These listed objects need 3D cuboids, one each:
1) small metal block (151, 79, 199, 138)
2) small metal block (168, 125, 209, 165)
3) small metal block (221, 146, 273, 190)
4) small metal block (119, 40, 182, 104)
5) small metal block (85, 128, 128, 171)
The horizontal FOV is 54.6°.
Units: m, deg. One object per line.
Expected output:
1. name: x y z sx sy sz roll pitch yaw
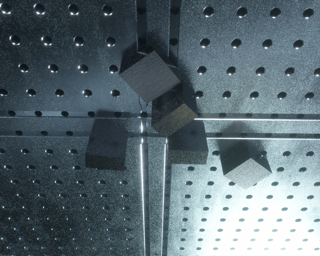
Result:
1. small metal block: 0.017 -0.023 0.375 0.050 0.050 0.025 -35 122 26
2. small metal block: 0.035 0.021 0.414 0.050 0.050 0.025 2 130 -2
3. small metal block: 0.129 0.060 0.464 0.050 0.025 0.050 34 122 -25
4. small metal block: -0.011 -0.063 0.358 0.050 0.025 0.050 -30 124 23
5. small metal block: -0.071 0.029 0.419 0.050 0.050 0.025 6 130 -6
